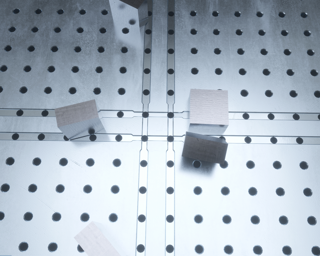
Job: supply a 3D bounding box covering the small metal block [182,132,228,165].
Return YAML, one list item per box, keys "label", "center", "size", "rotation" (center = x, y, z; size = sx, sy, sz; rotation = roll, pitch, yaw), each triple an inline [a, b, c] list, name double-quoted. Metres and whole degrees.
- label: "small metal block"
  center: [0.055, 0.024, 0.387]
  size: [0.050, 0.050, 0.025]
  rotation: [11, 96, 4]

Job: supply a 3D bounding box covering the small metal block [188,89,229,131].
- label: "small metal block"
  center: [0.065, -0.024, 0.421]
  size: [0.050, 0.025, 0.050]
  rotation: [3, 70, 1]

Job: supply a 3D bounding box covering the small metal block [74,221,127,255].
- label: "small metal block"
  center: [-0.065, 0.134, 0.349]
  size: [0.025, 0.050, 0.050]
  rotation: [-41, 75, -13]

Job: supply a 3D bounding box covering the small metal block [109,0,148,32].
- label: "small metal block"
  center: [-0.046, -0.179, 0.464]
  size: [0.050, 0.050, 0.025]
  rotation: [29, 73, 10]

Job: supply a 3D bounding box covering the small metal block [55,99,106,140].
- label: "small metal block"
  center: [-0.102, -0.010, 0.402]
  size: [0.050, 0.050, 0.025]
  rotation: [-14, 71, -5]
